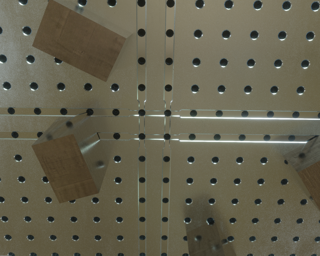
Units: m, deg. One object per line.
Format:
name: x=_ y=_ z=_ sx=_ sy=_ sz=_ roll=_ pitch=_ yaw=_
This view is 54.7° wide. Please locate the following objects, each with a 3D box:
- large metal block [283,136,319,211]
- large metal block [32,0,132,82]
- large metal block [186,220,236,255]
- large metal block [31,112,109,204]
large metal block: x=0.232 y=0.059 z=0.425 sx=0.080 sy=0.050 sz=0.080 roll=-32 pitch=107 yaw=11
large metal block: x=-0.081 y=-0.099 z=0.346 sx=0.080 sy=0.080 sz=0.050 roll=26 pitch=108 yaw=-10
large metal block: x=0.083 y=0.200 z=0.459 sx=0.050 sy=0.080 sz=0.080 roll=-28 pitch=108 yaw=9
large metal block: x=-0.109 y=0.035 z=0.395 sx=0.050 sy=0.080 sz=0.080 roll=-16 pitch=110 yaw=5
